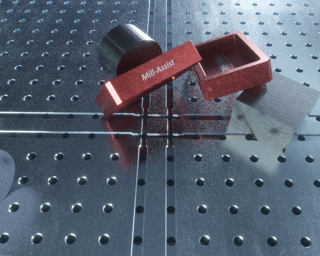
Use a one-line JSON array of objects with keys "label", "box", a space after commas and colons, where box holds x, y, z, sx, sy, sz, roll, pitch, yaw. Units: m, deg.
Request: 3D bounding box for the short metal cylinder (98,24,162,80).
[{"label": "short metal cylinder", "box": [-0.044, -0.106, 0.460, 0.081, 0.080, 0.050, -31, 57, -23]}]

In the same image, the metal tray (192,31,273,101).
[{"label": "metal tray", "box": [0.093, -0.094, 0.445, 0.090, 0.030, 0.130, -17, 33, 5]}]

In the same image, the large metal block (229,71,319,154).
[{"label": "large metal block", "box": [0.152, -0.025, 0.413, 0.080, 0.050, 0.080, 32, 57, 24]}]

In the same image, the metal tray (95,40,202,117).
[{"label": "metal tray", "box": [-0.017, -0.064, 0.416, 0.131, 0.090, 0.030, -31, 93, -21]}]

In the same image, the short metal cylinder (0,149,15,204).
[{"label": "short metal cylinder", "box": [-0.204, 0.052, 0.326, 0.050, 0.080, 0.080, 19, 53, 15]}]
